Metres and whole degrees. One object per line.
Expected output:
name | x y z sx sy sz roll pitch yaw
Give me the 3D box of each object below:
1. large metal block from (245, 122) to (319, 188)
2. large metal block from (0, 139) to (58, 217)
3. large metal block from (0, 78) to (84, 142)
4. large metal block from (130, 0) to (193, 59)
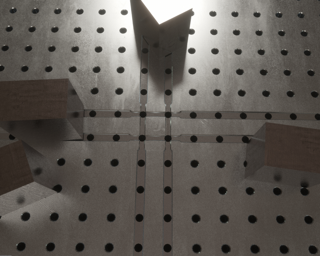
large metal block | 0.154 0.035 0.372 0.080 0.080 0.050 8 70 2
large metal block | -0.177 0.062 0.358 0.080 0.080 0.050 -23 72 -8
large metal block | -0.146 -0.019 0.388 0.081 0.080 0.050 -3 70 -1
large metal block | -0.001 -0.161 0.441 0.050 0.080 0.080 -30 73 -10
